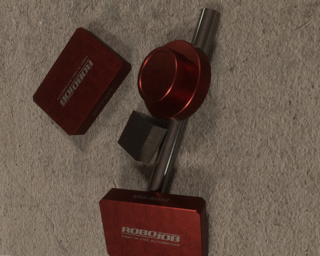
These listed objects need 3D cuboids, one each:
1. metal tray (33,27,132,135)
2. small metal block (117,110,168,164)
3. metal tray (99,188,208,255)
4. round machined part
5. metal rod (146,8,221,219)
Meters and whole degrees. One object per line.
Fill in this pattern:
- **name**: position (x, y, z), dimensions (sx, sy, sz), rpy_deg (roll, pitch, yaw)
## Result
- **metal tray**: position (-0.114, -0.065, 0.445), dimensions (0.090, 0.030, 0.130), rpy_deg (41, 102, 15)
- **small metal block**: position (-0.024, 0.011, 0.405), dimensions (0.050, 0.025, 0.050), rpy_deg (37, 103, 47)
- **metal tray**: position (-0.008, 0.128, 0.393), dimensions (0.130, 0.030, 0.089), rpy_deg (2, 110, 19)
- **round machined part**: position (0.010, -0.059, 0.374), dimensions (0.098, 0.042, 0.098), rpy_deg (-13, 72, 45)
- **metal rod**: position (0.020, -0.003, 0.401), dimensions (0.025, 0.025, 0.298), rpy_deg (19, 96, 18)
